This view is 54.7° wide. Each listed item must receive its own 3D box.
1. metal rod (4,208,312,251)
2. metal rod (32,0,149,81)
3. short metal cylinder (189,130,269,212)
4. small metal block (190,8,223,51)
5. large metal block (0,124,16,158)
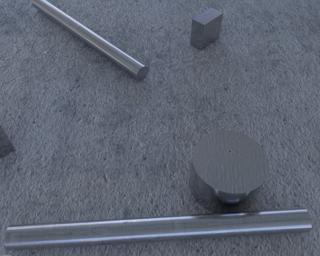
[{"bbox_3d":[0.001,0.103,0.316,0.302,0.025,0.025,-3,50,-3],"label":"metal rod"},{"bbox_3d":[-0.133,-0.164,0.540,0.300,0.025,0.025,38,59,27],"label":"metal rod"},{"bbox_3d":[0.075,0.049,0.346,0.081,0.050,0.080,0,50,0],"label":"short metal cylinder"},{"bbox_3d":[0.079,-0.169,0.530,0.025,0.050,0.050,37,59,26],"label":"small metal block"},{"bbox_3d":[-0.240,0.008,0.379,0.081,0.050,0.080,-31,57,-24],"label":"large metal block"}]
